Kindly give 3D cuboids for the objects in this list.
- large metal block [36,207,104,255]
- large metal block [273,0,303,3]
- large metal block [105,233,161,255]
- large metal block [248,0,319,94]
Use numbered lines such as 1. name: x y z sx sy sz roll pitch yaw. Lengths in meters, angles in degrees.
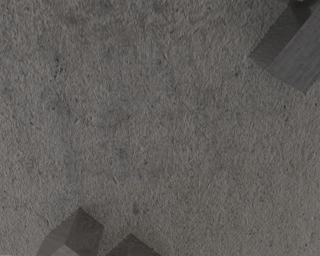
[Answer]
1. large metal block: -0.133 0.175 0.444 0.080 0.080 0.050 -42 105 14
2. large metal block: 0.118 -0.185 0.329 0.081 0.050 0.079 12 110 -5
3. large metal block: -0.044 0.225 0.479 0.080 0.050 0.080 41 105 -14
4. large metal block: 0.155 -0.094 0.347 0.050 0.080 0.080 33 107 -11
